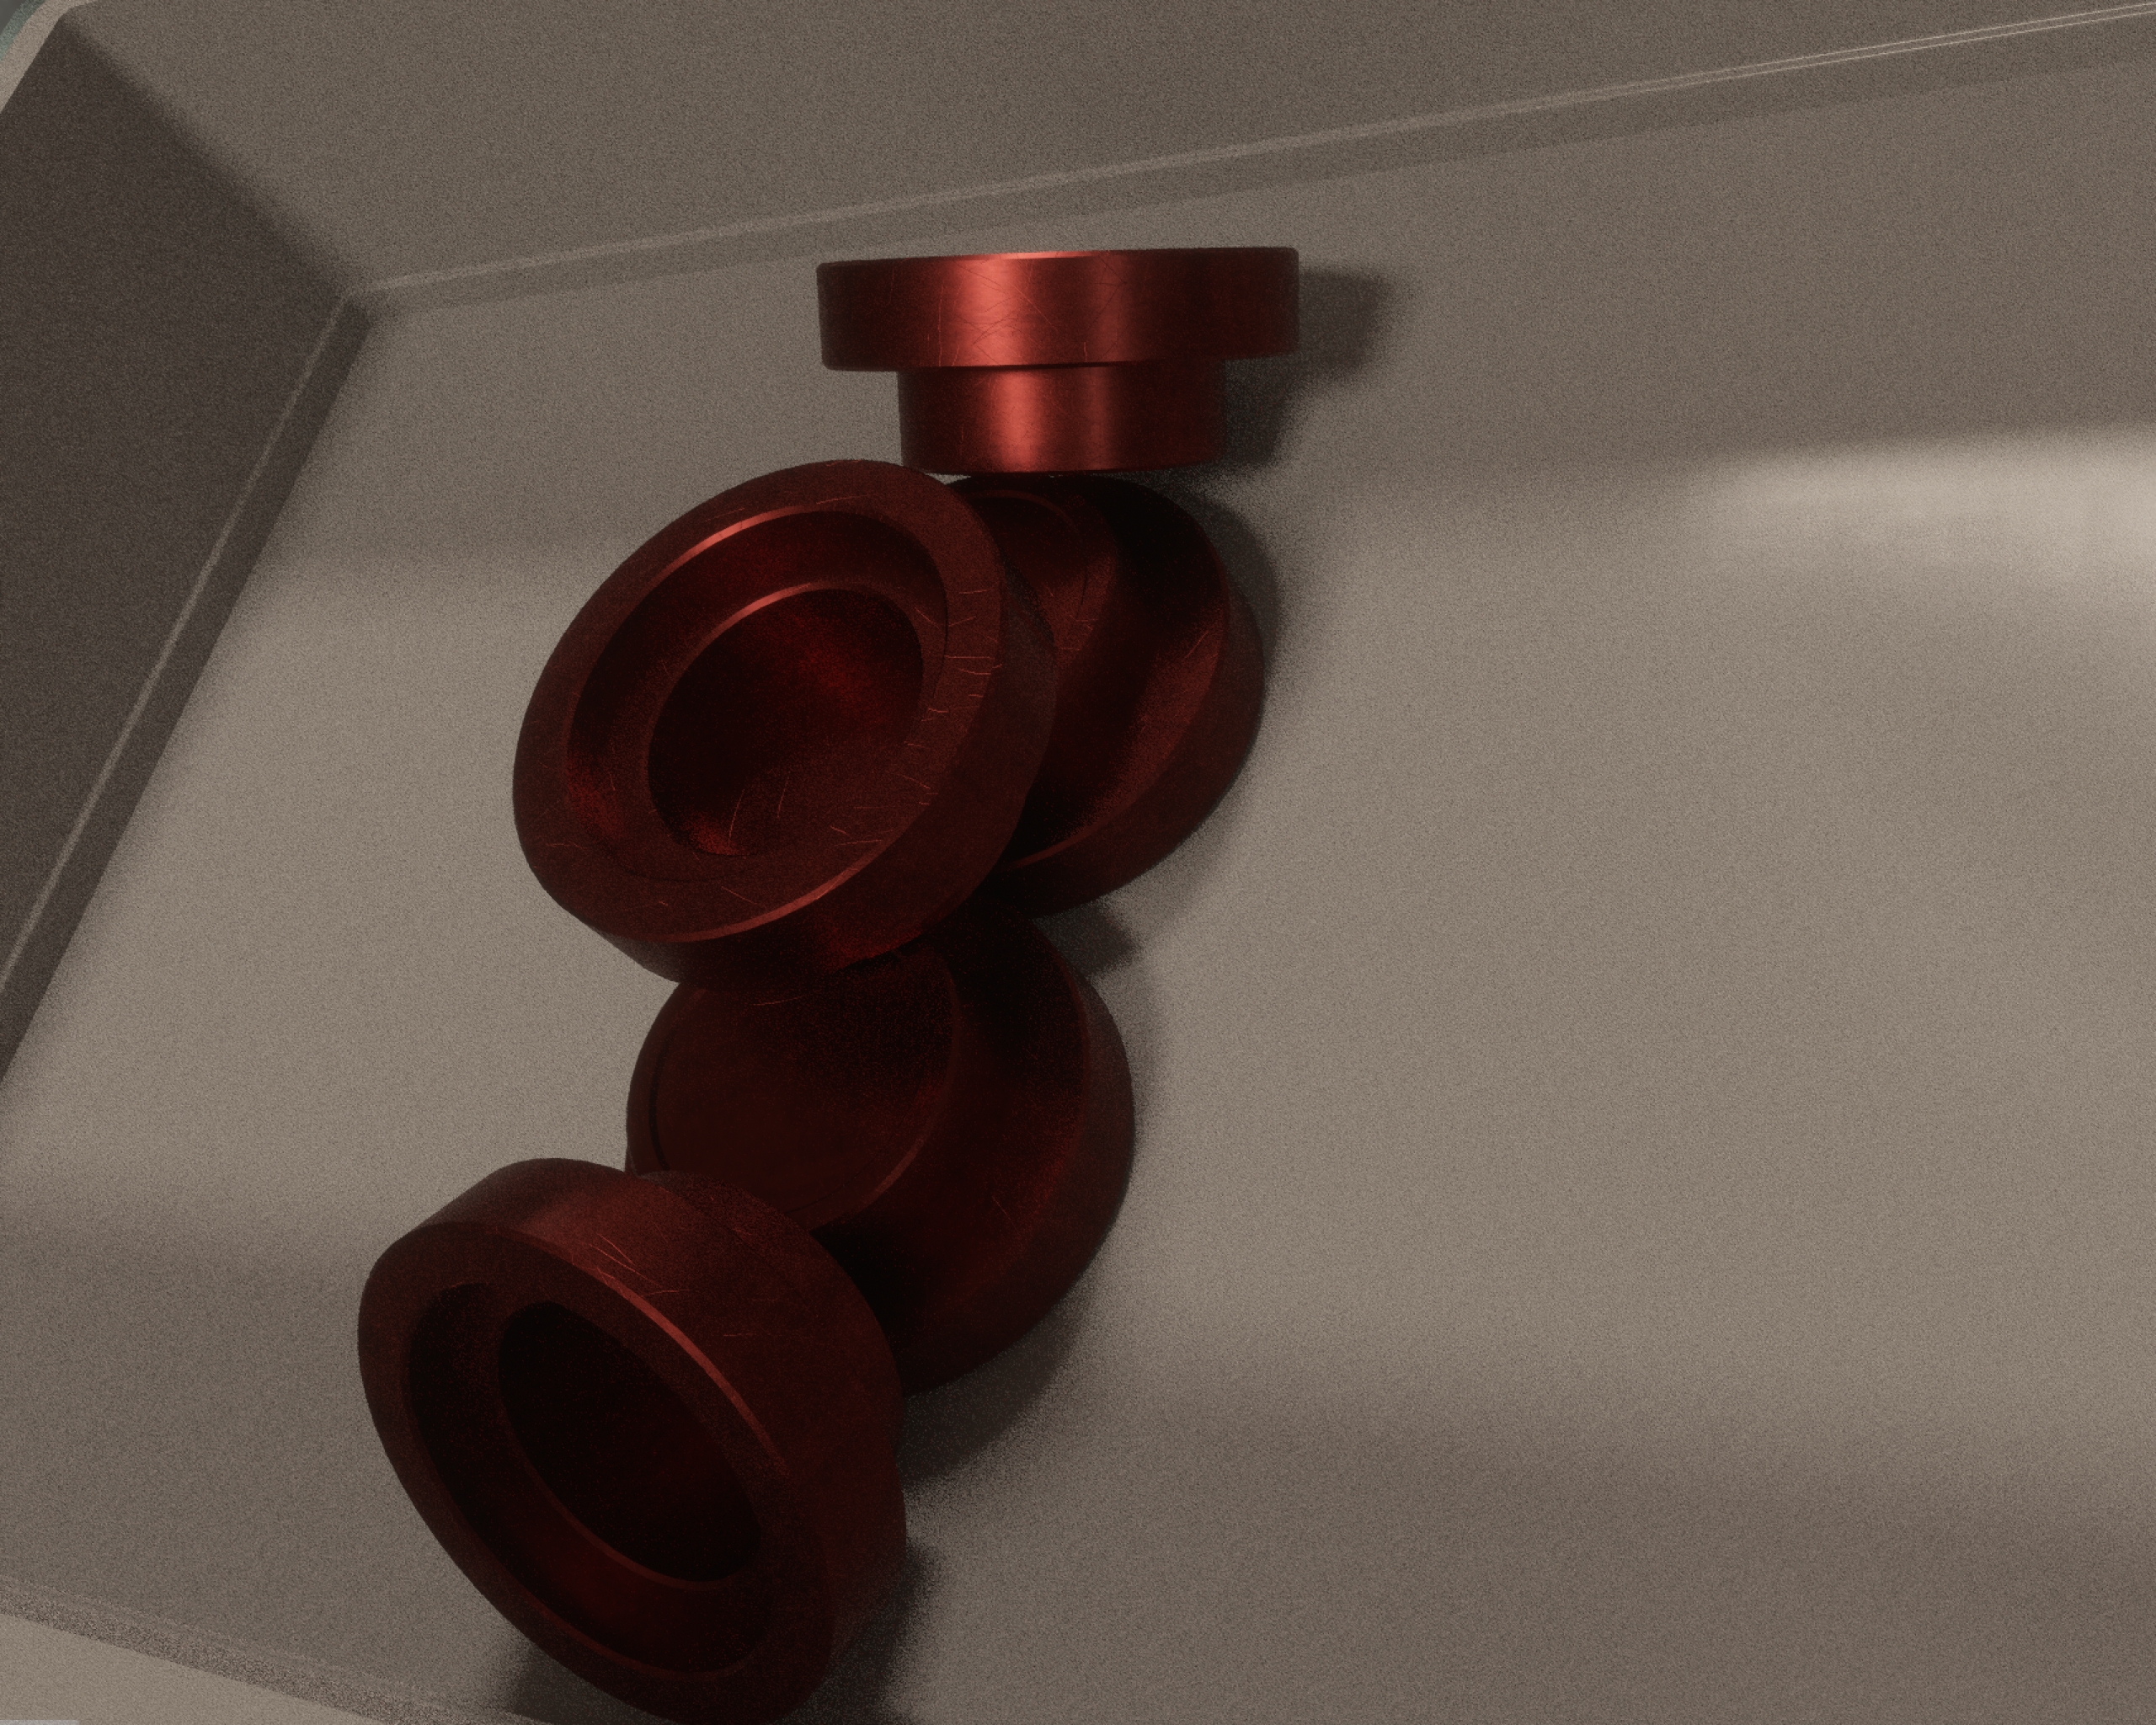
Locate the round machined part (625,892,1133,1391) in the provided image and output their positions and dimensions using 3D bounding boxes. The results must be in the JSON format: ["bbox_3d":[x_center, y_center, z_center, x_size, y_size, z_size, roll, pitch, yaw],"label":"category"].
[{"bbox_3d":[-0.043,0.046,0.385,0.098,0.042,0.098,-13,56,20],"label":"round machined part"}]

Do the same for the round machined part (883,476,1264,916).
[{"bbox_3d":[-0.016,-0.040,0.424,0.098,0.042,0.098,-13,56,20],"label":"round machined part"}]

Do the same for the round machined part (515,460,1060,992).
[{"bbox_3d":[-0.048,-0.021,0.374,0.098,0.042,0.098,-13,56,20],"label":"round machined part"}]

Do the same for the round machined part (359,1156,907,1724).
[{"bbox_3d":[-0.069,0.091,0.348,0.098,0.097,0.042,7,27,30],"label":"round machined part"}]

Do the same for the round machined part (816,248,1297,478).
[{"bbox_3d":[-0.004,-0.104,0.434,0.098,0.099,0.042,8,108,31],"label":"round machined part"}]
